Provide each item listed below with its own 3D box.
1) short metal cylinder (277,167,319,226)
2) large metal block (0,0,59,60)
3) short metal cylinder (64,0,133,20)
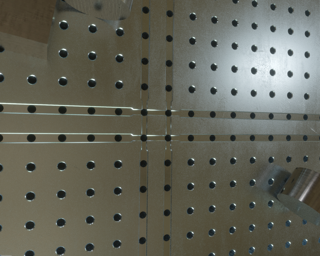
[{"bbox_3d":[0.227,0.104,0.467,0.080,0.080,0.050,43,77,-15],"label":"short metal cylinder"},{"bbox_3d":[-0.139,-0.125,0.332,0.050,0.080,0.080,12,86,-20],"label":"large metal block"},{"bbox_3d":[-0.068,-0.166,0.358,0.081,0.080,0.050,13,86,-20],"label":"short metal cylinder"}]
